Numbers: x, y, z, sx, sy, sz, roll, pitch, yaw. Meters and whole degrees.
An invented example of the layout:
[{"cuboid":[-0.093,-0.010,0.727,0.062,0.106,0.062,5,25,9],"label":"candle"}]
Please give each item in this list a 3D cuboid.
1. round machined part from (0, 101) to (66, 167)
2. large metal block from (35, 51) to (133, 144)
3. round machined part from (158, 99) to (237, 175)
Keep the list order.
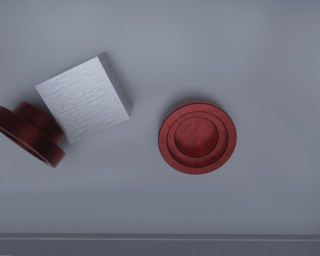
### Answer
[{"cuboid":[-0.157,0.004,0.382,0.098,0.098,0.042,40,69,-14],"label":"round machined part"},{"cuboid":[-0.089,-0.038,0.383,0.080,0.050,0.080,-23,109,8],"label":"large metal block"},{"cuboid":[0.047,0.008,0.406,0.099,0.042,0.097,0,110,-1],"label":"round machined part"}]
